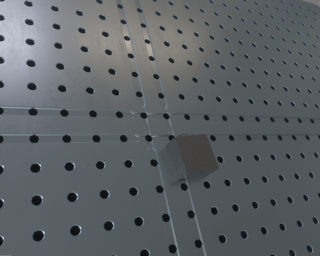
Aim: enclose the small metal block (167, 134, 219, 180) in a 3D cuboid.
[{"bbox_3d":[0.043,0.037,0.408,0.050,0.025,0.050,-4,64,-30],"label":"small metal block"}]
